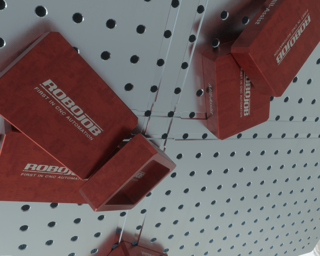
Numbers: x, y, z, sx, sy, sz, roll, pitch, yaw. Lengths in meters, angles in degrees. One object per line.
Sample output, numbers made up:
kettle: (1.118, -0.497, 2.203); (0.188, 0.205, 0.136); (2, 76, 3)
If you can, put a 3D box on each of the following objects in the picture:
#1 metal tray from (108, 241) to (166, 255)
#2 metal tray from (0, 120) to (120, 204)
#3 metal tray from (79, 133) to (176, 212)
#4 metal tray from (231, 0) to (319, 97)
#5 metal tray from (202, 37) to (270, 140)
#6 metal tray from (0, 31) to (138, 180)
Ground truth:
metal tray: (-0.045, 0.253, 0.538); (0.090, 0.030, 0.130); (-48, 129, 6)
metal tray: (-0.122, 0.044, 0.368); (0.131, 0.030, 0.089); (12, 113, -33)
metal tray: (-0.032, 0.060, 0.382); (0.090, 0.030, 0.130); (-44, 162, 0)
metal tray: (0.156, -0.116, 0.395); (0.090, 0.030, 0.130); (43, 79, -33)
metal tray: (0.110, -0.055, 0.433); (0.091, 0.030, 0.129); (-22, 127, -15)
metal tray: (-0.095, -0.020, 0.317); (0.090, 0.030, 0.130); (-49, 122, -12)
